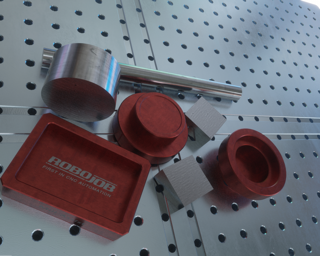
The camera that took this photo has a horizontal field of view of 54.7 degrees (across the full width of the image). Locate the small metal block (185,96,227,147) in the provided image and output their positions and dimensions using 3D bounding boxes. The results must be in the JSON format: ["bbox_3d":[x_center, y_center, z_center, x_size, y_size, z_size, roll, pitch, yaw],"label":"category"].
[{"bbox_3d":[0.060,-0.010,0.447,0.050,0.025,0.050,44,51,2],"label":"small metal block"}]

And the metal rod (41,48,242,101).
[{"bbox_3d":[-0.009,-0.072,0.446,0.302,0.025,0.025,6,59,-25],"label":"metal rod"}]

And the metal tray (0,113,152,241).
[{"bbox_3d":[-0.083,0.051,0.328,0.131,0.030,0.090,27,53,-11],"label":"metal tray"}]

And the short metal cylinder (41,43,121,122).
[{"bbox_3d":[-0.088,-0.050,0.355,0.081,0.080,0.050,16,55,-19],"label":"short metal cylinder"}]

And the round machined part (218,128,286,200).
[{"bbox_3d":[0.122,0.053,0.430,0.099,0.042,0.098,14,56,-21],"label":"round machined part"}]

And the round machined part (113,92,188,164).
[{"bbox_3d":[-0.007,-0.007,0.397,0.099,0.042,0.098,14,53,-20],"label":"round machined part"}]

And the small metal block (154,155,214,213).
[{"bbox_3d":[0.029,0.068,0.382,0.050,0.025,0.050,-21,73,-36],"label":"small metal block"}]
